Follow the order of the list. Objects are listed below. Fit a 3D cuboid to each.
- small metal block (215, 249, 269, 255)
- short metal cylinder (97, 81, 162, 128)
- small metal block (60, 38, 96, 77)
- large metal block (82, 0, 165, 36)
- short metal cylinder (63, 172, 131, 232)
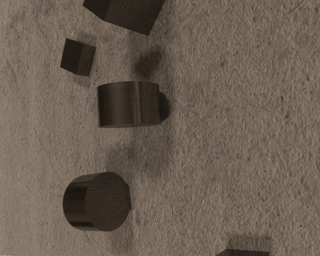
[{"bbox_3d":[0.091,0.159,0.329,0.050,0.025,0.050,-13,82,39],"label":"small metal block"},{"bbox_3d":[-0.040,-0.028,0.400,0.080,0.081,0.050,-6,86,39],"label":"short metal cylinder"},{"bbox_3d":[-0.137,-0.118,0.515,0.050,0.025,0.050,27,107,36],"label":"small metal block"},{"bbox_3d":[-0.040,-0.175,0.400,0.050,0.081,0.080,43,116,31],"label":"large metal block"},{"bbox_3d":[-0.088,0.104,0.440,0.050,0.081,0.080,-14,81,39],"label":"short metal cylinder"}]
